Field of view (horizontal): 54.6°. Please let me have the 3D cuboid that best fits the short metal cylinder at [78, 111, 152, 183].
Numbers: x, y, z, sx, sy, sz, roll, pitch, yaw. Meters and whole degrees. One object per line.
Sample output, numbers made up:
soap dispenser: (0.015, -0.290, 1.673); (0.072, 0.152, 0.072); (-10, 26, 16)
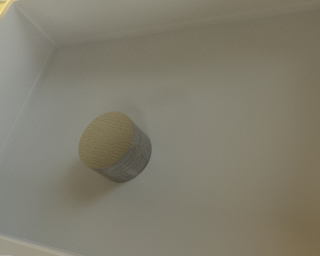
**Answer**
short metal cylinder: (-0.058, 0.025, 0.406); (0.080, 0.050, 0.080); (-13, 56, 21)
